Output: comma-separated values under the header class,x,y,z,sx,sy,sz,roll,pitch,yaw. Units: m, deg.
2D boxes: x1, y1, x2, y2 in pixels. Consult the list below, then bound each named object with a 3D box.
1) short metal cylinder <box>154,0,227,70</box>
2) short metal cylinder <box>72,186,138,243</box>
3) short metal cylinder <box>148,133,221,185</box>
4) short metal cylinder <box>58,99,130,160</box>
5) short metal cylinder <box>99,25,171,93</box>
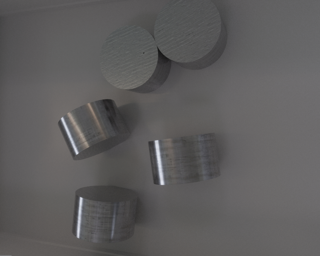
class,x,y,z,sx,sy,sz,roll,pitch,yaw
short metal cylinder,0.039,-0.116,0.383,0.080,0.050,0.080,0,90,20
short metal cylinder,-0.072,0.110,0.407,0.080,0.080,0.050,6,92,20
short metal cylinder,0.029,0.036,0.371,0.080,0.080,0.050,-9,87,20
short metal cylinder,-0.087,0.003,0.412,0.080,0.080,0.050,-29,81,18
short metal cylinder,-0.031,-0.088,0.408,0.080,0.050,0.080,0,90,20
